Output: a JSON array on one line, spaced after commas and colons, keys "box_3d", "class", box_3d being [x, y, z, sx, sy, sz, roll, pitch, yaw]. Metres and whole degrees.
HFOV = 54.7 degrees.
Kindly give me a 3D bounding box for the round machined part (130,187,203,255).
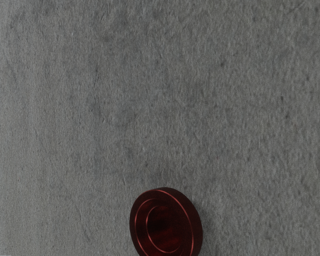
[{"box_3d": [0.012, 0.122, 0.383, 0.098, 0.042, 0.097, 0, 90, 39], "class": "round machined part"}]
